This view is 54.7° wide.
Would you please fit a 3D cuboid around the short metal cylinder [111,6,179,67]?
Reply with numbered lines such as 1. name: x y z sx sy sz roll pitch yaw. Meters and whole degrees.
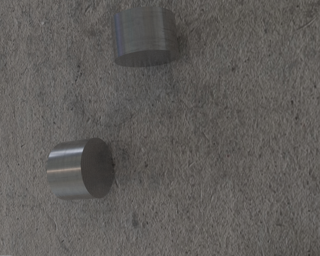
1. short metal cylinder: -0.019 -0.110 0.386 0.080 0.080 0.050 -7 88 20

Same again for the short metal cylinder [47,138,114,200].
1. short metal cylinder: -0.104 0.055 0.416 0.050 0.080 0.080 -8 87 20
